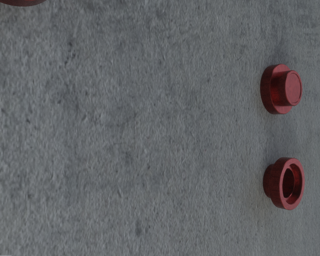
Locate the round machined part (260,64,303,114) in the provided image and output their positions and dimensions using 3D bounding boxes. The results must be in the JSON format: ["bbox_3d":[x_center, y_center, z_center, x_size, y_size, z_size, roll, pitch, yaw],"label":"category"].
[{"bbox_3d":[0.239,-0.075,0.598,0.099,0.042,0.097,0,90,-40],"label":"round machined part"}]

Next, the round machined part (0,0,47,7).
[{"bbox_3d":[-0.136,-0.159,0.280,0.099,0.042,0.097,0,90,-40],"label":"round machined part"}]

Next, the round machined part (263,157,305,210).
[{"bbox_3d":[0.235,0.104,0.595,0.099,0.042,0.097,0,90,-40],"label":"round machined part"}]
